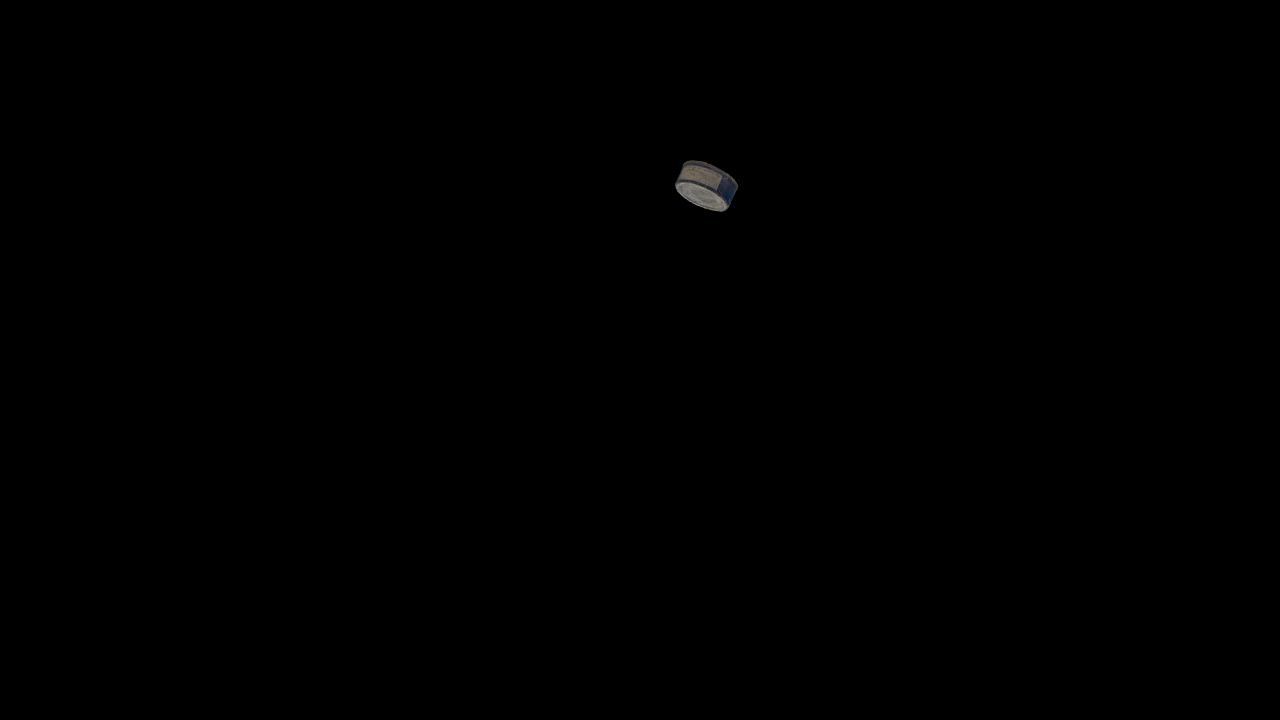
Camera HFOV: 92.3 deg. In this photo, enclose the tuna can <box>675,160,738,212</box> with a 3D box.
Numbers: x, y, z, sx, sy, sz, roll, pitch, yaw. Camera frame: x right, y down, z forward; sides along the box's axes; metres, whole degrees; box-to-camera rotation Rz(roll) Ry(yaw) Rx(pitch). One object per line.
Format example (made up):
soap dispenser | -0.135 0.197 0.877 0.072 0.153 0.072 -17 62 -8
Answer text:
tuna can | 0.092 -0.242 0.863 0.084 0.034 0.084 24 -3 1
